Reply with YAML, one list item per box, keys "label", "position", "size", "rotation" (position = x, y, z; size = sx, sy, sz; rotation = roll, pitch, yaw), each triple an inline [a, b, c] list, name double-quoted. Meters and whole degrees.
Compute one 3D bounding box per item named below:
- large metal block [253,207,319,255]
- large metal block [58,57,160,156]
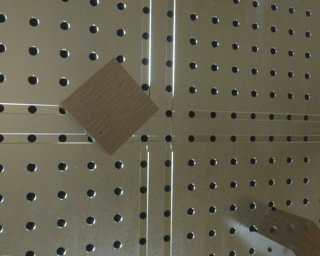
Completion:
- label: "large metal block"
  position: [0.201, 0.171, 0.457]
  size: [0.050, 0.080, 0.080]
  rotation: [-45, 104, -14]
- label: "large metal block"
  position: [-0.062, -0.025, 0.376]
  size: [0.080, 0.050, 0.080]
  rotation: [-45, 104, -14]
